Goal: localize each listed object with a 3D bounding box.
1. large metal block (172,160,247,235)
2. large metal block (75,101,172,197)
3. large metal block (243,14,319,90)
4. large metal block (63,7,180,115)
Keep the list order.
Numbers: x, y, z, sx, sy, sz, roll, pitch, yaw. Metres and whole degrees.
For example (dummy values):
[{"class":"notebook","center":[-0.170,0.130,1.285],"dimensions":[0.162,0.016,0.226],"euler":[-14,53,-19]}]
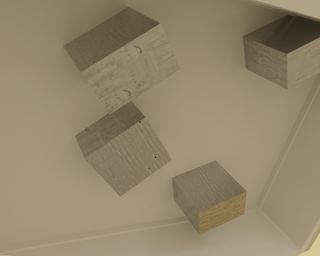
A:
[{"class":"large metal block","center":[0.075,0.105,0.481],"dimensions":[0.081,0.080,0.050],"euler":[-18,126,-18]},{"class":"large metal block","center":[-0.044,0.025,0.385],"dimensions":[0.080,0.050,0.080],"euler":[-35,129,-5]},{"class":"large metal block","center":[0.168,-0.102,0.404],"dimensions":[0.080,0.080,0.050],"euler":[-28,128,-11]},{"class":"large metal block","center":[-0.040,-0.070,0.309],"dimensions":[0.080,0.080,0.050],"euler":[-34,129,-7]}]
